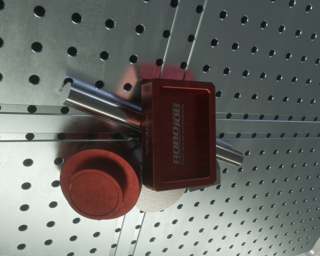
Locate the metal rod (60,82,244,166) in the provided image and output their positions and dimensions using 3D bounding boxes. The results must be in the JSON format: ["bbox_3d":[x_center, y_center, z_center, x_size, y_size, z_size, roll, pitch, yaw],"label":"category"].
[{"bbox_3d":[0.013,0.007,0.418,0.302,0.025,0.025,21,107,-36],"label":"metal rod"}]

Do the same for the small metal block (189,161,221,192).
[{"bbox_3d":[0.064,0.069,0.470,0.050,0.025,0.050,-16,143,0],"label":"small metal block"}]

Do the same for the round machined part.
[{"bbox_3d":[-0.072,0.069,0.368,0.099,0.042,0.097,2,110,6],"label":"round machined part"}]

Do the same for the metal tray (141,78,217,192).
[{"bbox_3d":[0.025,0.007,0.383,0.091,0.030,0.129,-1,90,-29],"label":"metal tray"}]

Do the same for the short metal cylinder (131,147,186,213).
[{"bbox_3d":[-0.008,0.069,0.429,0.081,0.050,0.079,-14,124,-21],"label":"short metal cylinder"}]
